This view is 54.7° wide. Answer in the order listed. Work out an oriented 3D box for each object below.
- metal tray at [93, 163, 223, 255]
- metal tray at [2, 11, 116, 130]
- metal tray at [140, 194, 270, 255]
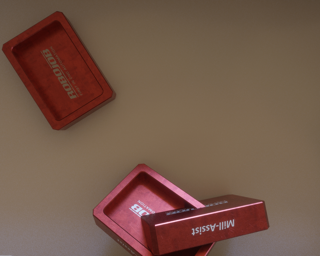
[{"bbox_3d":[-0.001,0.111,0.364,0.130,0.030,0.090,32,56,22],"label":"metal tray"},{"bbox_3d":[-0.130,-0.073,0.407,0.090,0.030,0.130,-32,90,0],"label":"metal tray"},{"bbox_3d":[0.046,0.108,0.364,0.131,0.090,0.030,-8,85,-13],"label":"metal tray"}]
